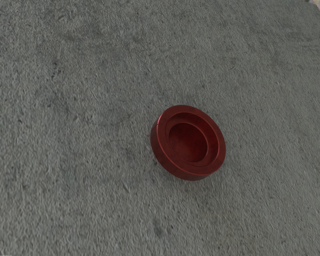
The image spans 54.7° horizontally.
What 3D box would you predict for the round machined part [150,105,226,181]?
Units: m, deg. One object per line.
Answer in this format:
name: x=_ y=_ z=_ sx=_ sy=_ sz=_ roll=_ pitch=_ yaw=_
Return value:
round machined part: x=0.032 y=0.022 z=0.400 sx=0.099 sy=0.042 sz=0.098 roll=14 pitch=56 yaw=-21
